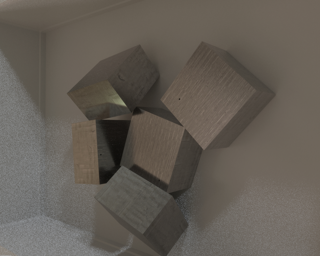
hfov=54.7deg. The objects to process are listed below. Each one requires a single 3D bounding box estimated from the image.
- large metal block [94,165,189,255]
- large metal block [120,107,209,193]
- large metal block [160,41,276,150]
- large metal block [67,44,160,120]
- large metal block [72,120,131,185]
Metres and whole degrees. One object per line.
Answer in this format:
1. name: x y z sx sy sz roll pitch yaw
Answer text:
1. large metal block: -0.020 0.102 0.376 0.080 0.080 0.050 25 63 35
2. large metal block: 0.004 0.024 0.385 0.080 0.050 0.079 24 105 37
3. large metal block: 0.060 -0.033 0.337 0.080 0.050 0.080 51 120 27
4. large metal block: -0.060 -0.058 0.409 0.080 0.080 0.050 -10 126 40
5. large metal block: -0.070 0.031 0.425 0.050 0.081 0.080 -7 86 39
